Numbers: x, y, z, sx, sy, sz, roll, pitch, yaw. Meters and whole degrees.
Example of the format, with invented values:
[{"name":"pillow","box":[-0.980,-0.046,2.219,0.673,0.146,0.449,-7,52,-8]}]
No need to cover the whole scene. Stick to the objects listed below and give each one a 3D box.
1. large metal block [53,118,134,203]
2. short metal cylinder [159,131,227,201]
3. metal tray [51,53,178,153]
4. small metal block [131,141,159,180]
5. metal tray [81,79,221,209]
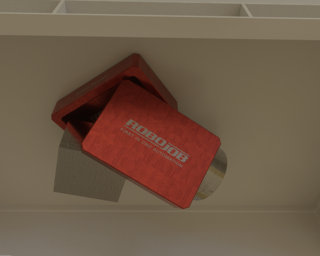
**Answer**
[{"name":"large metal block","box":[-0.081,0.042,0.383,0.081,0.050,0.079,13,129,-11]},{"name":"short metal cylinder","box":[0.042,0.050,0.415,0.050,0.080,0.080,32,123,-25]},{"name":"metal tray","box":[-0.055,-0.022,0.384,0.130,0.030,0.090,-27,126,21]},{"name":"small metal block","box":[-0.026,0.048,0.448,0.050,0.025,0.050,-23,127,18]},{"name":"metal tray","box":[-0.008,0.019,0.342,0.130,0.090,0.030,32,162,-8]}]
